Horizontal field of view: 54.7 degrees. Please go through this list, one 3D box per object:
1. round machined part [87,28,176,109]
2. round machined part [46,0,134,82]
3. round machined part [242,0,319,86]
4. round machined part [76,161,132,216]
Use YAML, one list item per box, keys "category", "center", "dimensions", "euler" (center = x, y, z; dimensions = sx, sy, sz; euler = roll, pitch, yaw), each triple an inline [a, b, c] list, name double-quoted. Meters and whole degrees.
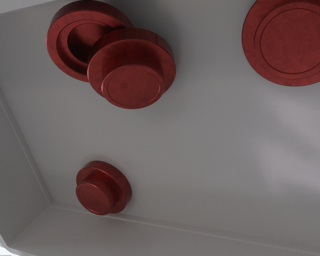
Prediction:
- category: "round machined part"
  center: [-0.030, -0.058, 0.346]
  dimensions: [0.099, 0.042, 0.097]
  euler: [-6, 143, -4]
- category: "round machined part"
  center: [-0.076, -0.101, 0.356]
  dimensions: [0.099, 0.042, 0.097]
  euler: [-2, 140, -1]
- category: "round machined part"
  center: [0.124, -0.083, 0.281]
  dimensions: [0.098, 0.042, 0.097]
  euler: [13, 124, 21]
- category: "round machined part"
  center: [-0.100, 0.106, 0.516]
  dimensions: [0.098, 0.042, 0.097]
  euler: [13, 124, 21]
